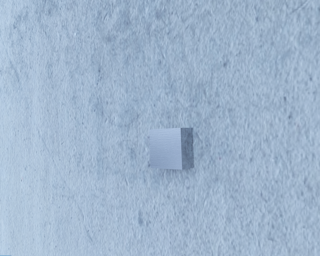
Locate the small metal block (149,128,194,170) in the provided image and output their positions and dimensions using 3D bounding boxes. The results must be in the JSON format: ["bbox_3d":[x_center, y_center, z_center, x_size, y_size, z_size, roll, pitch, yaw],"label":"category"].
[{"bbox_3d":[0.014,0.026,0.394,0.050,0.025,0.050,-3,88,40],"label":"small metal block"}]
